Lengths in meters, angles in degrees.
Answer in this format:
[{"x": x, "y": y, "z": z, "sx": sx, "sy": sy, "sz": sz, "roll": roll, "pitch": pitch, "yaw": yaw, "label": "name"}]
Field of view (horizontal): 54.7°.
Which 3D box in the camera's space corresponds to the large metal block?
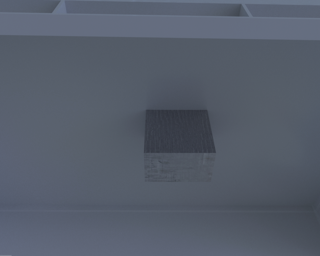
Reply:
[{"x": 0.022, "y": 0.021, "z": 0.391, "sx": 0.081, "sy": 0.080, "sz": 0.050, "roll": 0, "pitch": 130, "yaw": -1, "label": "large metal block"}]
